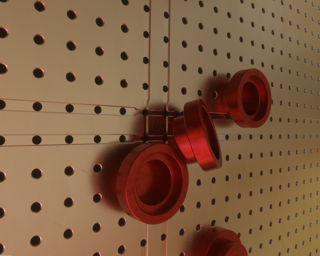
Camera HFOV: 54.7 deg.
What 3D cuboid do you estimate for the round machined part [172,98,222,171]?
[{"bbox_3d":[0.049,0.012,0.422,0.098,0.042,0.097,-17,90,-72],"label":"round machined part"}]

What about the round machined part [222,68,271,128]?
[{"bbox_3d":[0.142,-0.048,0.521,0.099,0.042,0.097,0,90,-40],"label":"round machined part"}]

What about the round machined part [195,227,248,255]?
[{"bbox_3d":[0.102,0.211,0.487,0.099,0.042,0.097,0,90,-40],"label":"round machined part"}]

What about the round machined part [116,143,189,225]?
[{"bbox_3d":[-0.013,0.067,0.389,0.099,0.042,0.097,-1,91,-40],"label":"round machined part"}]
